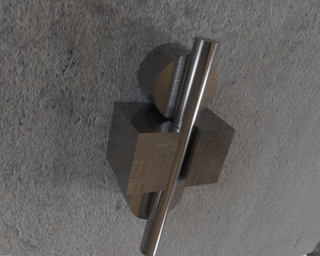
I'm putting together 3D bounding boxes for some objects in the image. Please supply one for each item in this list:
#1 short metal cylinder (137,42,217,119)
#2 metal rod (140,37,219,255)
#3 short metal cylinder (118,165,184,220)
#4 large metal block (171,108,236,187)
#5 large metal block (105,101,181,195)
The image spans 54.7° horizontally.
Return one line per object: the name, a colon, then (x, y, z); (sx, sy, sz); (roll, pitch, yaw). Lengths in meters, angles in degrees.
short metal cylinder: (0.020, -0.056, 0.368); (0.081, 0.050, 0.079); (-14, 124, -21)
metal rod: (0.016, 0.041, 0.377); (0.025, 0.025, 0.298); (-1, 119, -28)
short metal cylinder: (-0.013, 0.081, 0.436); (0.081, 0.050, 0.079); (-14, 124, -21)
large metal block: (0.044, 0.019, 0.408); (0.050, 0.080, 0.079); (-1, 119, -28)
large metal block: (-0.024, 0.021, 0.372); (0.050, 0.080, 0.079); (-1, 119, -28)
